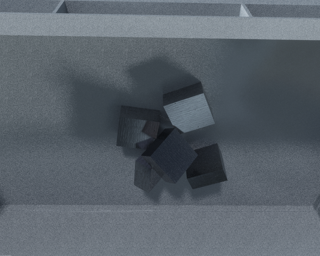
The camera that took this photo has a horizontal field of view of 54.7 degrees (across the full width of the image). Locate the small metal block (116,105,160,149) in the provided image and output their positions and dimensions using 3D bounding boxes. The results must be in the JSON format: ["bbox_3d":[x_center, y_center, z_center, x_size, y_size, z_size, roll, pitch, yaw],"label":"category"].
[{"bbox_3d":[-0.029,0.000,0.409,0.050,0.025,0.050,7,130,-7],"label":"small metal block"}]

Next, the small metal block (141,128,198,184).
[{"bbox_3d":[0.013,0.035,0.399,0.050,0.050,0.025,50,156,-19],"label":"small metal block"}]

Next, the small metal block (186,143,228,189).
[{"bbox_3d":[0.064,0.054,0.440,0.050,0.050,0.025,-17,128,14],"label":"small metal block"}]

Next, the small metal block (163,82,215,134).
[{"bbox_3d":[0.036,-0.024,0.389,0.050,0.025,0.050,-17,129,13],"label":"small metal block"}]

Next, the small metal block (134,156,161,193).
[{"bbox_3d":[-0.011,0.054,0.435,0.025,0.050,0.050,26,134,21],"label":"small metal block"}]
